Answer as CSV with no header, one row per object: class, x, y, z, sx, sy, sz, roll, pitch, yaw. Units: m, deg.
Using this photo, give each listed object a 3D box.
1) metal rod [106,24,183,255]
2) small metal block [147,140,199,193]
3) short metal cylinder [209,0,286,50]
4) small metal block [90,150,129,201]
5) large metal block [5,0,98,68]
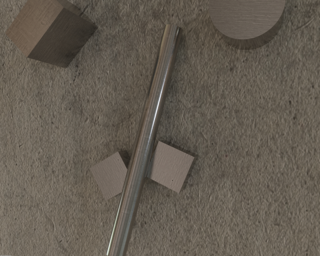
metal rod,-0.019,0.015,0.396,0.025,0.025,0.298,13,87,19
small metal block,0.015,0.049,0.403,0.050,0.025,0.050,24,98,18
short metal cylinder,0.102,-0.136,0.360,0.080,0.050,0.079,0,90,19
small metal block,-0.061,0.065,0.429,0.050,0.025,0.050,-31,80,17
large metal block,-0.147,-0.136,0.430,0.050,0.080,0.080,46,104,14
